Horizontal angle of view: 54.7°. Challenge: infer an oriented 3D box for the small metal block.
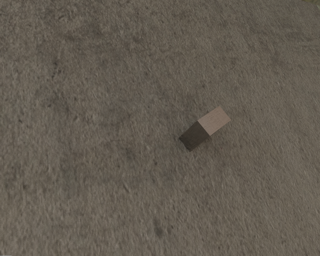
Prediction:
[{"bbox_3d":[0.061,0.001,0.422,0.050,0.050,0.025,-32,80,-38],"label":"small metal block"}]
